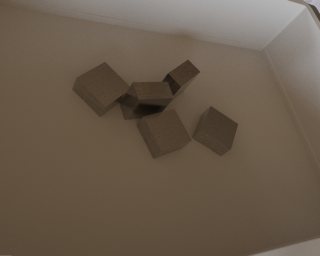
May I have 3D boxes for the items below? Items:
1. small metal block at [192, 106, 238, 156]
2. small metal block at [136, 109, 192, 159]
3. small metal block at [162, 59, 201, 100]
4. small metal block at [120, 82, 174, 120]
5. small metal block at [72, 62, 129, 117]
[{"bbox_3d":[0.081,0.004,0.449,0.050,0.025,0.050,33,51,-8],"label":"small metal block"},{"bbox_3d":[0.005,0.007,0.406,0.050,0.025,0.050,-17,71,-35],"label":"small metal block"},{"bbox_3d":[0.023,-0.064,0.443,0.025,0.050,0.050,46,51,3],"label":"small metal block"},{"bbox_3d":[-0.018,-0.035,0.403,0.050,0.050,0.025,-6,65,-31],"label":"small metal block"},{"bbox_3d":[-0.074,-0.050,0.398,0.050,0.025,0.050,45,51,3],"label":"small metal block"}]
